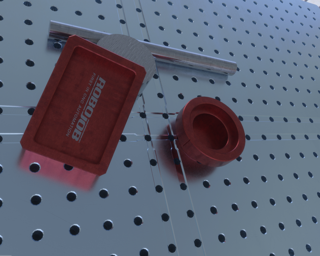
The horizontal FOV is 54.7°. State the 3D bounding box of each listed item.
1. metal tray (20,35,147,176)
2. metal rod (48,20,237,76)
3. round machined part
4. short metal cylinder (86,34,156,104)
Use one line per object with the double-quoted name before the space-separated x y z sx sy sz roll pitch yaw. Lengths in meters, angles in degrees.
"metal tray" -0.081 -0.023 0.340 0.090 0.030 0.130 23 80 -14
"metal rod" -0.010 -0.116 0.473 0.302 0.025 0.025 6 59 -25
"round machined part" 0.064 0.009 0.426 0.099 0.042 0.098 14 56 -21
"short metal cylinder" -0.052 -0.077 0.411 0.081 0.050 0.080 14 56 -21
